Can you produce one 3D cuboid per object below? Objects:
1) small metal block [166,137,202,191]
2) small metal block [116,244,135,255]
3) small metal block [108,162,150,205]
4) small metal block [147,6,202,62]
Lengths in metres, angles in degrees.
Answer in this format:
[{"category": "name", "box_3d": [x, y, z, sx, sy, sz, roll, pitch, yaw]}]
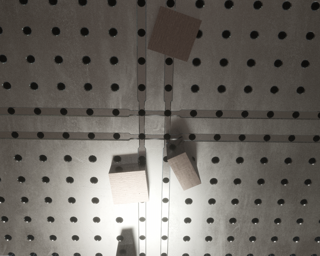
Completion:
[{"category": "small metal block", "box_3d": [0.031, 0.047, 0.418, 0.025, 0.050, 0.050, -25, 109, 8]}, {"category": "small metal block", "box_3d": [-0.052, 0.219, 0.480, 0.025, 0.050, 0.050, -7, 110, 2]}, {"category": "small metal block", "box_3d": [-0.043, 0.079, 0.442, 0.050, 0.025, 0.050, -5, 110, 1]}, {"category": "small metal block", "box_3d": [0.017, -0.113, 0.372, 0.050, 0.025, 0.050, 17, 109, -7]}]
